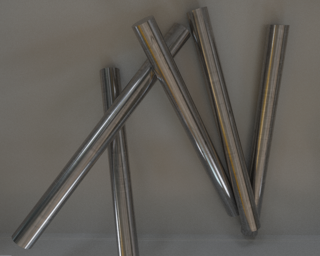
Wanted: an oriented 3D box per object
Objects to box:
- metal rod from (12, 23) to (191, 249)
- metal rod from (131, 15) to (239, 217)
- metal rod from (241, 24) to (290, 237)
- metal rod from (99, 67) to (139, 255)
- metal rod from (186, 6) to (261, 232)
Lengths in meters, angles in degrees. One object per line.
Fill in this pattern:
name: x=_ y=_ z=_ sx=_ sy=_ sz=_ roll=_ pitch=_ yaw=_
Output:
metal rod: x=-0.062 y=0.003 z=0.353 sx=0.025 sy=0.025 sz=0.300 roll=38 pitch=83 yaw=-13
metal rod: x=0.046 y=0.006 z=0.386 sx=0.025 sy=0.025 sz=0.299 roll=-25 pitch=119 yaw=9
metal rod: x=0.138 y=0.017 z=0.418 sx=0.025 sy=0.025 sz=0.298 roll=1 pitch=110 yaw=-1
metal rod: x=-0.046 y=0.076 z=0.374 sx=0.025 sy=0.025 sz=0.298 roll=-7 pitch=85 yaw=2
metal rod: x=0.086 y=0.000 z=0.398 sx=0.025 sy=0.025 sz=0.298 roll=-16 pitch=105 yaw=6
